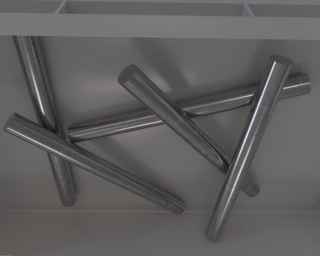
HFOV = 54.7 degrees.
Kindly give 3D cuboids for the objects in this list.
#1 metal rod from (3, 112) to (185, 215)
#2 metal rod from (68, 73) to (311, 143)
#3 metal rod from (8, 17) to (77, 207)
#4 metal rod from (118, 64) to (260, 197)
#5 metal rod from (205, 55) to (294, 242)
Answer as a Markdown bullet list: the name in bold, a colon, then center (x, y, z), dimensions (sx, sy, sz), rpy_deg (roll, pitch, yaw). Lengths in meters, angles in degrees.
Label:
- **metal rod**: center (-0.071, 0.063, 0.441), dimensions (0.025, 0.025, 0.301), rpy_deg (-37, 128, 27)
- **metal rod**: center (0.028, -0.022, 0.390), dimensions (0.301, 0.025, 0.025), rpy_deg (-12, 129, 9)
- **metal rod**: center (-0.145, 0.006, 0.412), dimensions (0.025, 0.025, 0.298), rpy_deg (1, 130, -1)
- **metal rod**: center (0.057, 0.022, 0.402), dimensions (0.025, 0.025, 0.301), rpy_deg (-30, 132, 23)
- **metal rod**: center (0.105, 0.050, 0.407), dimensions (0.025, 0.025, 0.298), rpy_deg (6, 125, -6)
